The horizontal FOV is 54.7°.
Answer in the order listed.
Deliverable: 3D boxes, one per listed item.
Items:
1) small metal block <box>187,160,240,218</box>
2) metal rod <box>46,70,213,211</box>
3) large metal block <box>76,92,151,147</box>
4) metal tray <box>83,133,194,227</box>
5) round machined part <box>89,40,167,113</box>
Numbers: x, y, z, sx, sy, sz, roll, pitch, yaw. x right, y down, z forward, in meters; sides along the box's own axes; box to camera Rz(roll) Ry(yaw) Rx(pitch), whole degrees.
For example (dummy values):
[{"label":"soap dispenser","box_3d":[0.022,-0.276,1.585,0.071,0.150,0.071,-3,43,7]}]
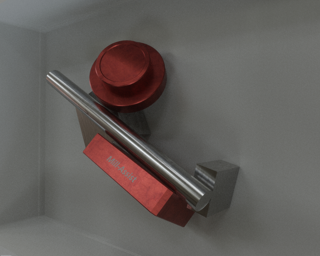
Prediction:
[{"label":"small metal block","box_3d":[0.059,0.064,0.339,0.025,0.050,0.050,19,102,38]},{"label":"metal rod","box_3d":[-0.058,-0.002,0.384,0.300,0.025,0.025,36,112,33]},{"label":"large metal block","box_3d":[-0.070,-0.013,0.443,0.080,0.050,0.080,-28,73,36]},{"label":"metal tray","box_3d":[-0.024,0.062,0.376,0.130,0.090,0.030,33,83,34]},{"label":"round machined part","box_3d":[-0.043,-0.072,0.393,0.099,0.042,0.098,-3,65,7]}]
